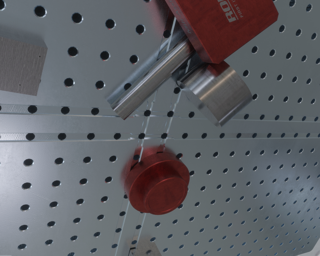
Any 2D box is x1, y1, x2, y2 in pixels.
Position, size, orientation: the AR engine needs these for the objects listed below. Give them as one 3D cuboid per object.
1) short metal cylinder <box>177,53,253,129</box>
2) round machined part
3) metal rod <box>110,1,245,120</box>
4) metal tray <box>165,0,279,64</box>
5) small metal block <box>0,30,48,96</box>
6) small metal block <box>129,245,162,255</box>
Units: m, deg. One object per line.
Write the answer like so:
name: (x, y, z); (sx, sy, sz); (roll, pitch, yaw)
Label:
short metal cylinder: (0.067, -0.045, 0.384); (0.050, 0.080, 0.080); (-42, 129, 1)
round machined part: (0.002, 0.088, 0.456); (0.099, 0.042, 0.097); (-14, 124, -21)
metal rod: (0.059, -0.121, 0.368); (0.300, 0.025, 0.025); (-43, 129, 1)
metal tray: (0.055, -0.144, 0.322); (0.090, 0.030, 0.130); (-37, 110, -4)
small metal block: (-0.141, -0.062, 0.296); (0.050, 0.025, 0.050); (8, 114, -32)
small metal block: (-0.030, 0.236, 0.541); (0.050, 0.025, 0.050); (2, 118, -30)
